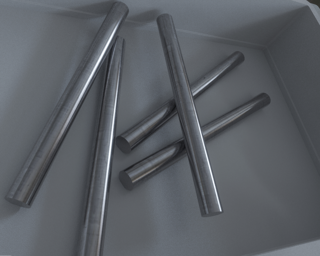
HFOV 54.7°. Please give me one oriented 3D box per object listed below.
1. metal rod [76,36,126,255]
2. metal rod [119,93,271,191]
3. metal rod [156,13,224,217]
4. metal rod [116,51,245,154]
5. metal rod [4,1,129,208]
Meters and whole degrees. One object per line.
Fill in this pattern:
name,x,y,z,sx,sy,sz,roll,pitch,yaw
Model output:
metal rod,-0.065,0.003,0.368,0.025,0.025,0.299,14,56,-20
metal rod,0.070,0.005,0.439,0.302,0.025,0.025,-27,76,-37
metal rod,0.033,-0.035,0.410,0.025,0.025,0.299,3,60,-27
metal rod,0.049,-0.053,0.463,0.025,0.025,0.302,48,51,5
metal rod,-0.095,-0.051,0.370,0.025,0.025,0.300,26,57,-13
